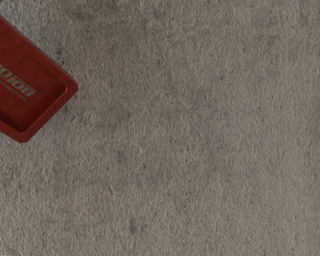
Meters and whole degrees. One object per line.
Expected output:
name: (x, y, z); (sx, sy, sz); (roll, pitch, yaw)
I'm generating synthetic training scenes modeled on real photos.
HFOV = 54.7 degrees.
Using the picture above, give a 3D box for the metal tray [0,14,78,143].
metal tray: (-0.161, -0.054, 0.310); (0.090, 0.030, 0.130); (-46, 129, 0)

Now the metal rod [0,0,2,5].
metal rod: (-0.163, -0.135, 0.300); (0.025, 0.025, 0.299); (33, 98, -18)
